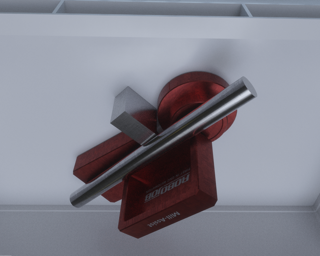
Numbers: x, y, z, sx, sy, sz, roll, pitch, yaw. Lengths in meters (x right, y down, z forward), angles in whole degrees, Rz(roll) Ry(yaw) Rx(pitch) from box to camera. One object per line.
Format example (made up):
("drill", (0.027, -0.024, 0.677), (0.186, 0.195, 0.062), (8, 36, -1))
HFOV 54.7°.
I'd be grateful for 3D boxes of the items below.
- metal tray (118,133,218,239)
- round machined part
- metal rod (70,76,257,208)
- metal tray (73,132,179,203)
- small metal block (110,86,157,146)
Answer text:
("metal tray", (0.006, 0.069, 0.374), (0.030, 0.090, 0.130), (34, 128, -29))
("round machined part", (0.046, -0.017, 0.382), (0.099, 0.042, 0.097), (-1, 130, 0))
("metal rod", (-0.017, 0.033, 0.383), (0.299, 0.025, 0.025), (-35, 123, 30))
("metal tray", (-0.047, 0.053, 0.449), (0.130, 0.030, 0.090), (-28, 125, 21))
("small metal block", (-0.030, -0.015, 0.378), (0.025, 0.050, 0.050), (-37, 121, 27))
